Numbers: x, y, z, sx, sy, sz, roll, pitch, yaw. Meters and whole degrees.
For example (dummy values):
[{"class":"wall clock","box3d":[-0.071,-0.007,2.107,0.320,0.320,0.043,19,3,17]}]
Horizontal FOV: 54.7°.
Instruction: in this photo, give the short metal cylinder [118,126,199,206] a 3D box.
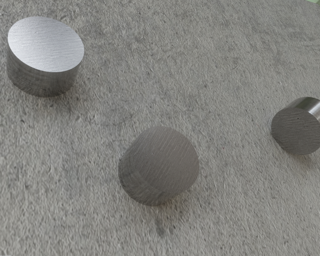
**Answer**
[{"class":"short metal cylinder","box3d":[-0.002,0.044,0.359,0.081,0.050,0.080,14,56,-21]}]

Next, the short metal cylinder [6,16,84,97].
[{"class":"short metal cylinder","box3d":[-0.136,-0.083,0.365,0.081,0.050,0.080,14,56,-21]}]

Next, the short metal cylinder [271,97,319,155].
[{"class":"short metal cylinder","box3d":[0.227,-0.004,0.493,0.050,0.080,0.080,-29,78,-37]}]
